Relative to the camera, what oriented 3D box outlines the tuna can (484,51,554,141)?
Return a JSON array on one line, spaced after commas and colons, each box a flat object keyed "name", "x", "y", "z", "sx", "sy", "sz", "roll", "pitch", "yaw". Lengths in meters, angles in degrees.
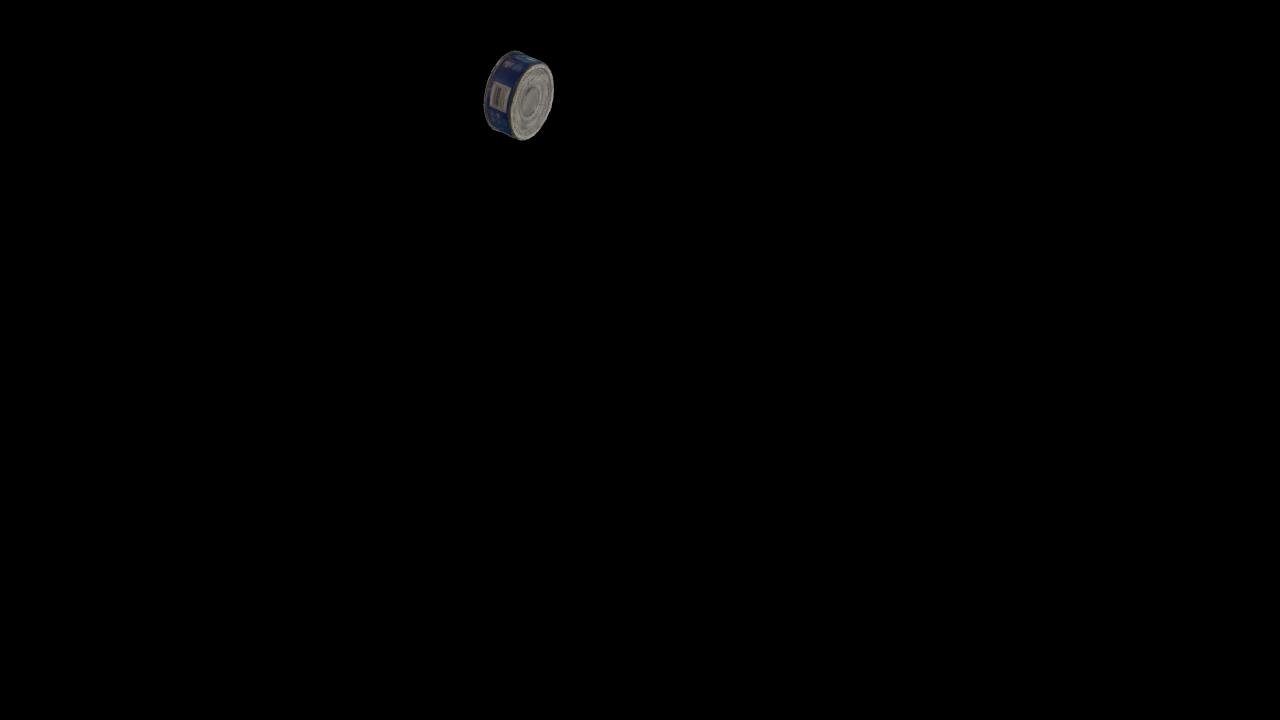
[{"name": "tuna can", "x": -0.126, "y": -0.279, "z": 0.652, "sx": 0.034, "sy": 0.084, "sz": 0.084, "roll": 27, "pitch": 6, "yaw": 12}]
